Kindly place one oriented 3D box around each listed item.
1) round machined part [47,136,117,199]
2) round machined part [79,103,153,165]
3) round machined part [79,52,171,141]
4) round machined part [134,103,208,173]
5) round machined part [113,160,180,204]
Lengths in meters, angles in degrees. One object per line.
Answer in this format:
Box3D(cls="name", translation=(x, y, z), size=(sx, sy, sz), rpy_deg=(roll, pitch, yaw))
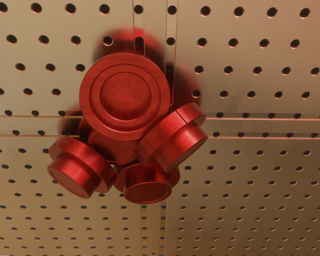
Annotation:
Box3D(cls="round machined part", translation=(-0.111, 0.059, 0.418), size=(0.098, 0.042, 0.097), rpy_deg=(24, 148, 17))
Box3D(cls="round machined part", translation=(-0.057, 0.011, 0.407), size=(0.099, 0.042, 0.097), rpy_deg=(-1, 130, 0))
Box3D(cls="round machined part", translation=(-0.039, -0.038, 0.353), size=(0.099, 0.042, 0.097), rpy_deg=(-2, 109, -5))
Box3D(cls="round machined part", translation=(0.020, 0.017, 0.377), size=(0.042, 0.099, 0.097), rpy_deg=(50, 123, 13))
Box3D(cls="round machined part", translation=(-0.019, 0.077, 0.450), size=(0.099, 0.042, 0.097), rpy_deg=(-5, 142, -4))
